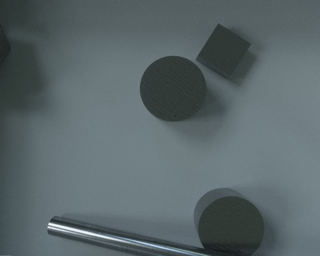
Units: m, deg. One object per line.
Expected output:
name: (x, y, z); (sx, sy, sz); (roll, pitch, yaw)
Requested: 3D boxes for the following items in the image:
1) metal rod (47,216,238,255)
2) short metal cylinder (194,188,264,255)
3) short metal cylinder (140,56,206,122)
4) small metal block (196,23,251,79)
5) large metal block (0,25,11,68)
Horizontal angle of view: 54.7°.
metal rod: (0.003, 0.149, 0.376); (0.301, 0.025, 0.025); (8, 90, 13)
short metal cylinder: (0.086, 0.122, 0.400); (0.081, 0.050, 0.079); (0, 90, -1)
short metal cylinder: (0.016, -0.048, 0.399); (0.081, 0.050, 0.079); (0, 90, -1)
small metal block: (0.083, -0.101, 0.412); (0.050, 0.025, 0.050); (32, 90, -1)
large metal block: (-0.245, -0.094, 0.377); (0.081, 0.050, 0.080); (6, 56, -1)
